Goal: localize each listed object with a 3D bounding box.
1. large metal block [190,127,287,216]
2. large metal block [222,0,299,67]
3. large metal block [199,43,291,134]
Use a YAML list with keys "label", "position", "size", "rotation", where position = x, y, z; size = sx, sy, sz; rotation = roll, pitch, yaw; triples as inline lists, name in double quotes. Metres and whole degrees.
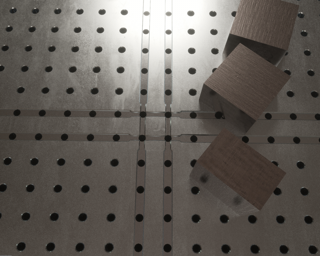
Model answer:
- label: "large metal block"
  position: [0.085, 0.055, 0.364]
  size: [0.080, 0.080, 0.050]
  rotation: [38, 74, 12]
- label: "large metal block"
  position: [0.146, -0.143, 0.452]
  size: [0.080, 0.050, 0.080]
  rotation: [19, 71, 6]
- label: "large metal block"
  position: [0.112, -0.053, 0.419]
  size: [0.080, 0.050, 0.080]
  rotation: [38, 74, 12]
